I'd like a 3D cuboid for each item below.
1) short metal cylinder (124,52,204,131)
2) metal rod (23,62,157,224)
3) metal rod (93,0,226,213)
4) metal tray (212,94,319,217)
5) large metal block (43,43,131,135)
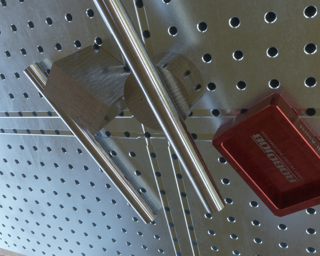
[{"bbox_3d":[0.005,-0.043,0.364,0.080,0.050,0.079,13,124,20],"label":"short metal cylinder"},{"bbox_3d":[-0.102,0.030,0.481,0.025,0.025,0.299,-28,104,37],"label":"metal rod"},{"bbox_3d":[-0.002,-0.034,0.325,0.025,0.025,0.299,-17,110,34],"label":"metal rod"},{"bbox_3d":[0.136,0.036,0.358,0.130,0.030,0.090,48,128,-6],"label":"metal tray"},{"bbox_3d":[-0.081,-0.051,0.385,0.080,0.080,0.050,38,129,2],"label":"large metal block"}]
